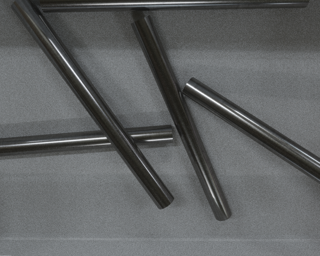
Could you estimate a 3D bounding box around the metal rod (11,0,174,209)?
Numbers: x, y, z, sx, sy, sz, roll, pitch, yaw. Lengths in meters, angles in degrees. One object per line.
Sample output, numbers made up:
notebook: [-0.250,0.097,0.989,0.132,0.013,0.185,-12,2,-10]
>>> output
metal rod: [-0.076,-0.023,0.381,0.025,0.025,0.299,-33,100,11]

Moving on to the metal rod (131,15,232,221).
metal rod: [0.036,0.001,0.412,0.025,0.025,0.299,-22,109,7]

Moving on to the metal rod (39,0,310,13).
metal rod: [0.017,-0.149,0.356,0.302,0.025,0.025,-1,110,0]

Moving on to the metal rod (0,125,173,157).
metal rod: [-0.134,0.020,0.416,0.302,0.025,0.025,-5,110,1]

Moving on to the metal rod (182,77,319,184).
metal rod: [0.156,0.030,0.361,0.300,0.025,0.025,35,108,12]
